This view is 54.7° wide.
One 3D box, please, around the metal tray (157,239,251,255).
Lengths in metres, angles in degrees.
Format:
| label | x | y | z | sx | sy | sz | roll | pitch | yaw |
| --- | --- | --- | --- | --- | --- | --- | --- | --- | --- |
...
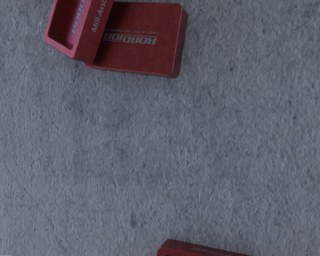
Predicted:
| label | x | y | z | sx | sy | sz | roll | pitch | yaw |
| --- | --- | --- | --- | --- | --- | --- | --- | --- | --- |
| metal tray | 0.060 | 0.198 | 0.384 | 0.130 | 0.030 | 0.089 | 5 | 92 | 19 |

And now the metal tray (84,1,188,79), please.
| label | x | y | z | sx | sy | sz | roll | pitch | yaw |
| --- | --- | --- | --- | --- | --- | --- | --- | --- | --- |
| metal tray | -0.034 | -0.120 | 0.417 | 0.130 | 0.030 | 0.089 | 10 | 93 | 19 |

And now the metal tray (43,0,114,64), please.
| label | x | y | z | sx | sy | sz | roll | pitch | yaw |
| --- | --- | --- | --- | --- | --- | --- | --- | --- | --- |
| metal tray | -0.104 | -0.162 | 0.409 | 0.090 | 0.030 | 0.129 | 33 | 108 | 37 |
